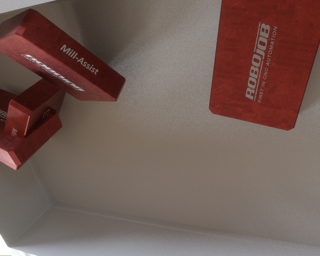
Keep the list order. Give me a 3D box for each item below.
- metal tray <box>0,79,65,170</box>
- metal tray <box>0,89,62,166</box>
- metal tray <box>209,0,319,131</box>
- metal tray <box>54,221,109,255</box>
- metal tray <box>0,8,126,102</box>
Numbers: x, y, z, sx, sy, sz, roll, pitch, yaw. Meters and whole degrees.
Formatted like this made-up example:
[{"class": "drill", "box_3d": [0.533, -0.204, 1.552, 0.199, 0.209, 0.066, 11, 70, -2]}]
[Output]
[{"class": "metal tray", "box_3d": [-0.187, -0.008, 0.458, 0.030, 0.090, 0.129, 32, 129, -2]}, {"class": "metal tray", "box_3d": [-0.224, -0.006, 0.458, 0.130, 0.090, 0.030, 19, 140, 23]}, {"class": "metal tray", "box_3d": [0.103, -0.068, 0.309, 0.090, 0.030, 0.129, 15, 125, 20]}, {"class": "metal tray", "box_3d": [-0.158, 0.260, 0.652, 0.090, 0.030, 0.129, -1, 118, 28]}, {"class": "metal tray", "box_3d": [-0.115, -0.075, 0.360, 0.090, 0.030, 0.130, 6, 159, 46]}]
